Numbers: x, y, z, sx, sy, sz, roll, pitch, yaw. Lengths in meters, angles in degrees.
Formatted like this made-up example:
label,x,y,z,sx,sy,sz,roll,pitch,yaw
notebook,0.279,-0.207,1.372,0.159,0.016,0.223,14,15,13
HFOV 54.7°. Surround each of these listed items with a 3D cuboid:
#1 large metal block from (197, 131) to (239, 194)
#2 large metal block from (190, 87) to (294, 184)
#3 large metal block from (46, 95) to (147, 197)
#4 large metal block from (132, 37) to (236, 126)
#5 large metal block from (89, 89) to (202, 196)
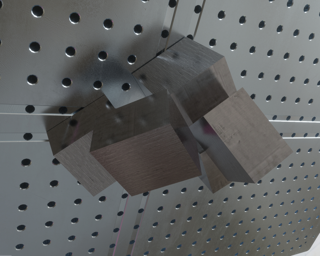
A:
label,x,y,z,sx,sy,sz,roll,pitch,yaw
large metal block,0.064,0.029,0.428,0.050,0.080,0.080,-30,129,-10
large metal block,0.081,0.012,0.337,0.050,0.080,0.080,-37,87,-10
large metal block,-0.072,0.021,0.369,0.080,0.050,0.080,-34,129,-6
large metal block,0.026,-0.052,0.357,0.080,0.080,0.050,-36,129,-5
large metal block,-0.012,0.018,0.316,0.080,0.050,0.080,-20,131,15
